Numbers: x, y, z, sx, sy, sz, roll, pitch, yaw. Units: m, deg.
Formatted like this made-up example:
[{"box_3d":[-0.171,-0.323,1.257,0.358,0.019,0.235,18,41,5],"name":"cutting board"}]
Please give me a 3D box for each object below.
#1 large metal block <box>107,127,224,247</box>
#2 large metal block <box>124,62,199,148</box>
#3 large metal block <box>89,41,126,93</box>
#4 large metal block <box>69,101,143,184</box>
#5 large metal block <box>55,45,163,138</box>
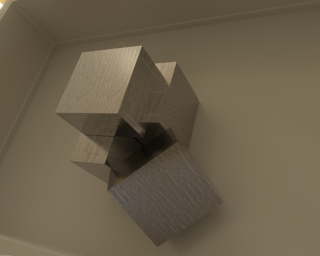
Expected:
[{"box_3d":[0.004,0.059,0.320,0.080,0.080,0.050,-36,16,4],"name":"large metal block"},{"box_3d":[0.004,-0.022,0.379,0.050,0.080,0.080,1,62,28],"name":"large metal block"},{"box_3d":[-0.062,-0.066,0.432,0.080,0.080,0.050,-37,86,3],"name":"large metal block"},{"box_3d":[-0.054,0.021,0.384,0.050,0.080,0.080,1,62,28],"name":"large metal block"},{"box_3d":[-0.053,-0.038,0.335,0.080,0.050,0.080,2,63,29],"name":"large metal block"}]
